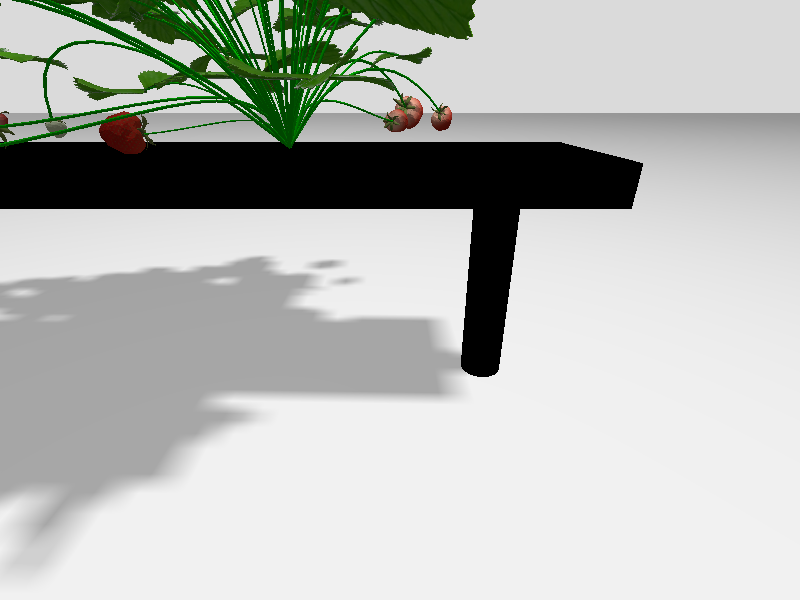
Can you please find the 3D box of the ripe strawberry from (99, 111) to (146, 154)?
[{"bbox_3d":[-0.195,-0.117,0.281,0.026,0.028,0.024,-12,29,-21],"label":"ripe strawberry"}]

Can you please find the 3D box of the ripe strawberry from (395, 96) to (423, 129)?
[{"bbox_3d":[0.014,-0.260,0.561,0.040,0.042,0.043,10,4,19],"label":"ripe strawberry"}]

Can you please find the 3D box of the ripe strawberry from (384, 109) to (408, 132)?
[{"bbox_3d":[-0.003,-0.216,0.482,0.029,0.025,0.029,12,28,23],"label":"ripe strawberry"}]

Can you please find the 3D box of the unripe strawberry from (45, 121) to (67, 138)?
[{"bbox_3d":[-0.302,-0.150,0.353,0.015,0.015,0.014,4,27,8],"label":"unripe strawberry"}]

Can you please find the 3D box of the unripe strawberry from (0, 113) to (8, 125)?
[{"bbox_3d":[-0.479,-0.211,0.469,0.032,0.029,0.029,9,27,18],"label":"unripe strawberry"}]

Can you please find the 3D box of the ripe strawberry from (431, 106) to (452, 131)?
[{"bbox_3d":[0.053,-0.224,0.497,0.025,0.029,0.027,18,-10,32],"label":"ripe strawberry"}]
